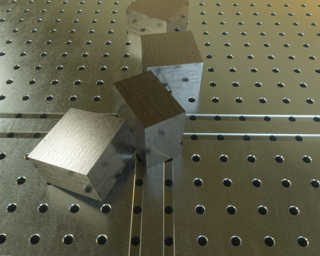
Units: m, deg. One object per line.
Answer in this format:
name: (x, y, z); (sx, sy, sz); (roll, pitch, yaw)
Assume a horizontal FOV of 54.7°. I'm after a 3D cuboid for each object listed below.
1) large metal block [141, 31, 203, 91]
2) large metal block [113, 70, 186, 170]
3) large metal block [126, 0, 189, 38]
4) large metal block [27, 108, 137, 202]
large metal block: (0.016, -0.103, 0.478); (0.081, 0.050, 0.080); (-6, 50, -6)
large metal block: (-0.014, -0.010, 0.380); (0.050, 0.080, 0.080); (-23, 54, -19)
large metal block: (-0.003, -0.200, 0.559); (0.080, 0.050, 0.080); (25, 54, 19)
large metal block: (-0.086, 0.028, 0.357); (0.080, 0.050, 0.080); (12, 50, 24)
